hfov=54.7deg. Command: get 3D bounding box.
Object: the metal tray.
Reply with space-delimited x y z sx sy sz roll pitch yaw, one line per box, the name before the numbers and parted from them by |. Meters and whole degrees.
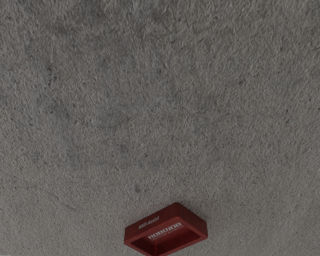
metal tray | 0.010 0.192 0.567 0.130 0.030 0.090 -34 123 25
